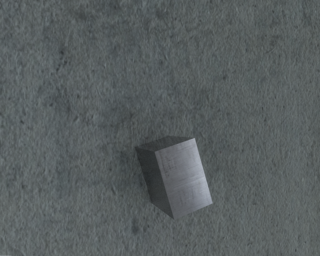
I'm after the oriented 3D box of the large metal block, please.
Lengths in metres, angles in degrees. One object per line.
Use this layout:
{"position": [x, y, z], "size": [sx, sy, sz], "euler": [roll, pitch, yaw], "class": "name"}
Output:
{"position": [0.014, 0.056, 0.385], "size": [0.050, 0.080, 0.080], "euler": [-18, 96, -19], "class": "large metal block"}
